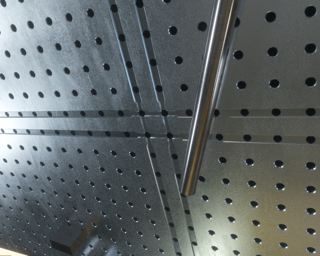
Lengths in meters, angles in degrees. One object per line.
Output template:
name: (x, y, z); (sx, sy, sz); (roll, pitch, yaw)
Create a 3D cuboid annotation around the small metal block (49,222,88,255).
small metal block: (-0.184, 0.223, 0.627); (0.050, 0.050, 0.025); (9, 122, 23)

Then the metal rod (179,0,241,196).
metal rod: (0.054, -0.034, 0.360); (0.025, 0.025, 0.298); (19, 126, 17)
